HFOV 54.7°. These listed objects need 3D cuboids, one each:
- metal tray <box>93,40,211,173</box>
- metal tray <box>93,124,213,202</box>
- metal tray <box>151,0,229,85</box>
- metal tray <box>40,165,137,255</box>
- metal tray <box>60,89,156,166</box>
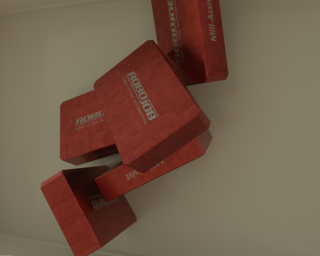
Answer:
[{"bbox_3d":[-0.015,-0.028,0.338,0.090,0.030,0.130,-36,52,10],"label":"metal tray"},{"bbox_3d":[-0.005,0.037,0.374,0.130,0.090,0.030,-29,91,17],"label":"metal tray"},{"bbox_3d":[0.030,-0.114,0.358,0.090,0.030,0.129,3,103,61],"label":"metal tray"},{"bbox_3d":[-0.080,0.094,0.380,0.030,0.130,0.090,-33,80,8],"label":"metal tray"},{"bbox_3d":[-0.072,-0.010,0.416,0.130,0.030,0.090,-18,63,18],"label":"metal tray"}]
